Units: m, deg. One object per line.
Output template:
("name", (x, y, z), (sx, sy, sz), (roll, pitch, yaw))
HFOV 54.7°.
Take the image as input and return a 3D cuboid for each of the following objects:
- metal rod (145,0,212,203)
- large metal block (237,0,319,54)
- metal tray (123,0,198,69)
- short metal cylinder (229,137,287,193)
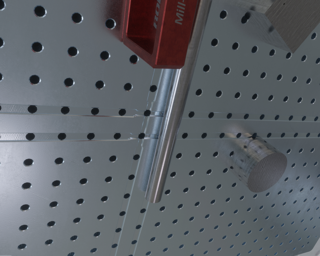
("metal rod", (0.019, -0.025, 0.405), (0.025, 0.025, 0.298), (-2, 119, -28))
("large metal block", (0.158, -0.154, 0.386), (0.080, 0.050, 0.080), (32, 101, -38))
("metal tray", (0.000, -0.130, 0.288), (0.030, 0.090, 0.129), (-4, 120, -27))
("short metal cylinder", (0.165, 0.062, 0.523), (0.081, 0.050, 0.079), (-14, 124, -21))
